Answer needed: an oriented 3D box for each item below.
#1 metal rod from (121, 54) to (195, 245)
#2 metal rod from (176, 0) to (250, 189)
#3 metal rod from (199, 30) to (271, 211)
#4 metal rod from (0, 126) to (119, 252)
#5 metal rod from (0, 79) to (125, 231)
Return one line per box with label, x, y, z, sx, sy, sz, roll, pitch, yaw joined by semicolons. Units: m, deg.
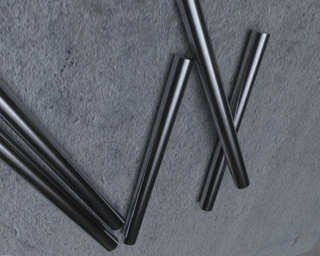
metal rod;-0.010;0.045;0.431;0.025;0.025;0.298;2;117;-30
metal rod;0.079;-0.029;0.413;0.025;0.025;0.299;-30;122;-10
metal rod;0.106;0.005;0.469;0.025;0.025;0.298;-4;120;-27
metal rod;-0.133;0.078;0.382;0.025;0.025;0.299;-35;129;-6
metal rod;-0.119;0.039;0.366;0.025;0.025;0.299;-34;129;-6
